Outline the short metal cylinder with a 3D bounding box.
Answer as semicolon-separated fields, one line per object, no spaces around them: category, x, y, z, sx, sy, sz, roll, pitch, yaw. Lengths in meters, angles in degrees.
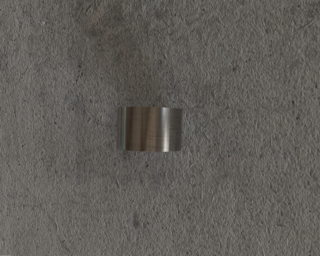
short metal cylinder;-0.013;0.001;0.385;0.080;0.080;0.050;2;91;20
